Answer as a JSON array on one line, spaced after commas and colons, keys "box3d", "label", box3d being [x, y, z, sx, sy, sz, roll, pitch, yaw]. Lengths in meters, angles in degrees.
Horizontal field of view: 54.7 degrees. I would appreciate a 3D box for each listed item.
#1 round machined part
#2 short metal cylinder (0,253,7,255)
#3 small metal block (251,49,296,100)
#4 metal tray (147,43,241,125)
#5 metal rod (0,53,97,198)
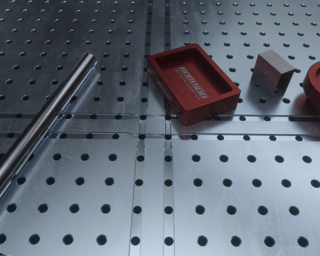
[{"box3d": [0.255, -0.051, 0.443, 0.099, 0.042, 0.098, 0, 50, 0], "label": "round machined part"}, {"box3d": [-0.167, 0.134, 0.257, 0.080, 0.080, 0.050, 3, 50, 2], "label": "short metal cylinder"}, {"box3d": [0.166, -0.080, 0.461, 0.025, 0.050, 0.050, -21, 53, -17], "label": "small metal block"}, {"box3d": [0.046, -0.070, 0.463, 0.091, 0.030, 0.130, -19, 53, -16], "label": "metal tray"}, {"box3d": [-0.159, -0.001, 0.406, 0.025, 0.025, 0.300, 14, 51, 11], "label": "metal rod"}]
